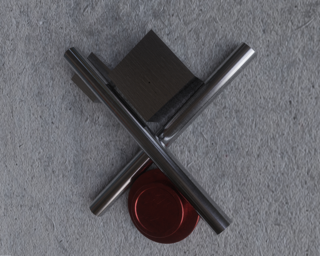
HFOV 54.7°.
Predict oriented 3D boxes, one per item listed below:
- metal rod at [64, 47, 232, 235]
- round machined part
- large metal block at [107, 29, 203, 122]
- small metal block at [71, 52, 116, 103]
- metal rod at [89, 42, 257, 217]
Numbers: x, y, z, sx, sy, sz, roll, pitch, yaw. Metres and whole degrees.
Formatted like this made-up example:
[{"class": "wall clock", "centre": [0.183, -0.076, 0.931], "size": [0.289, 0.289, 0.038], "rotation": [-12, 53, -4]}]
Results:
[{"class": "metal rod", "centre": [-0.024, 0.007, 0.391], "size": [0.025, 0.025, 0.300], "rotation": [-45, 77, 14]}, {"class": "round machined part", "centre": [0.003, 0.101, 0.399], "size": [0.098, 0.042, 0.097], "rotation": [0, 90, 19]}, {"class": "large metal block", "centre": [-0.005, -0.064, 0.399], "size": [0.080, 0.050, 0.080], "rotation": [-43, 77, 14]}, {"class": "small metal block", "centre": [-0.089, -0.071, 0.442], "size": [0.050, 0.025, 0.050], "rotation": [45, 103, 14]}, {"class": "metal rod", "centre": [0.009, 0.010, 0.408], "size": [0.025, 0.025, 0.299], "rotation": [46, 104, 14]}]
